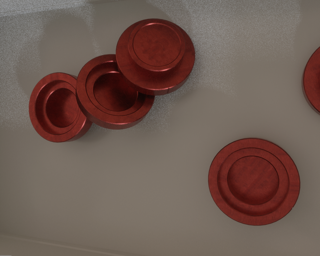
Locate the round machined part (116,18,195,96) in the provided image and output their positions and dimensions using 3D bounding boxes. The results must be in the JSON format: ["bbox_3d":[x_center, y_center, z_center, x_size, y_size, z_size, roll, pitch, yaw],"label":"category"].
[{"bbox_3d":[-0.005,-0.093,0.381,0.099,0.042,0.098,1,76,-5],"label":"round machined part"}]

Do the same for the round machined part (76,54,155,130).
[{"bbox_3d":[-0.059,-0.043,0.404,0.099,0.042,0.098,6,68,-16],"label":"round machined part"}]

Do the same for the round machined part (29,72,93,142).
[{"bbox_3d":[-0.135,-0.029,0.448,0.098,0.042,0.097,0,90,19],"label":"round machined part"}]

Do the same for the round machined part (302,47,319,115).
[{"bbox_3d":[0.206,-0.053,0.329,0.098,0.042,0.097,0,90,19],"label":"round machined part"}]

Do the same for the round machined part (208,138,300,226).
[{"bbox_3d":[0.109,0.060,0.363,0.098,0.042,0.097,0,90,19],"label":"round machined part"}]
